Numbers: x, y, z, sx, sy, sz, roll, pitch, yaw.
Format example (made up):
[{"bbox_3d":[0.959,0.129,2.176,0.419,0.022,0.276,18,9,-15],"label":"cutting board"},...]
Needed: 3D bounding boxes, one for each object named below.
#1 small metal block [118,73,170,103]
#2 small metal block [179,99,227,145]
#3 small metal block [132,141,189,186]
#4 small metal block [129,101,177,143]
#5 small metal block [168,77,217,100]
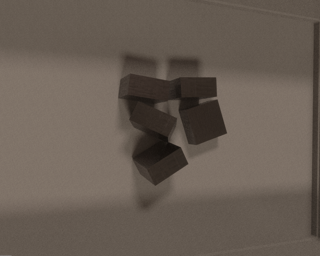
[{"bbox_3d":[-0.021,-0.048,0.390,0.050,0.050,0.025,7,88,-20],"label":"small metal block"},{"bbox_3d":[0.060,-0.008,0.434,0.050,0.025,0.050,-19,97,-19],"label":"small metal block"},{"bbox_3d":[0.000,0.043,0.396,0.050,0.050,0.025,-31,110,-18],"label":"small metal block"},{"bbox_3d":[-0.007,-0.006,0.387,0.050,0.050,0.025,24,81,6],"label":"small metal block"},{"bbox_3d":[0.041,-0.052,0.413,0.050,0.050,0.025,-3,92,-20],"label":"small metal block"}]
